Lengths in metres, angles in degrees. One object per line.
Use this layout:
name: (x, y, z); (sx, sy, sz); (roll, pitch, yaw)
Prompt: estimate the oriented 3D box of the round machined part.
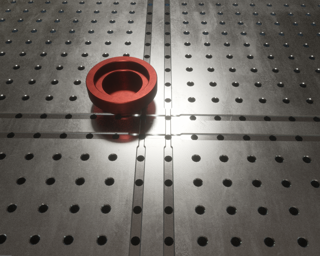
round machined part: (-0.053, -0.056, 0.443); (0.099, 0.042, 0.098); (0, 50, 0)
